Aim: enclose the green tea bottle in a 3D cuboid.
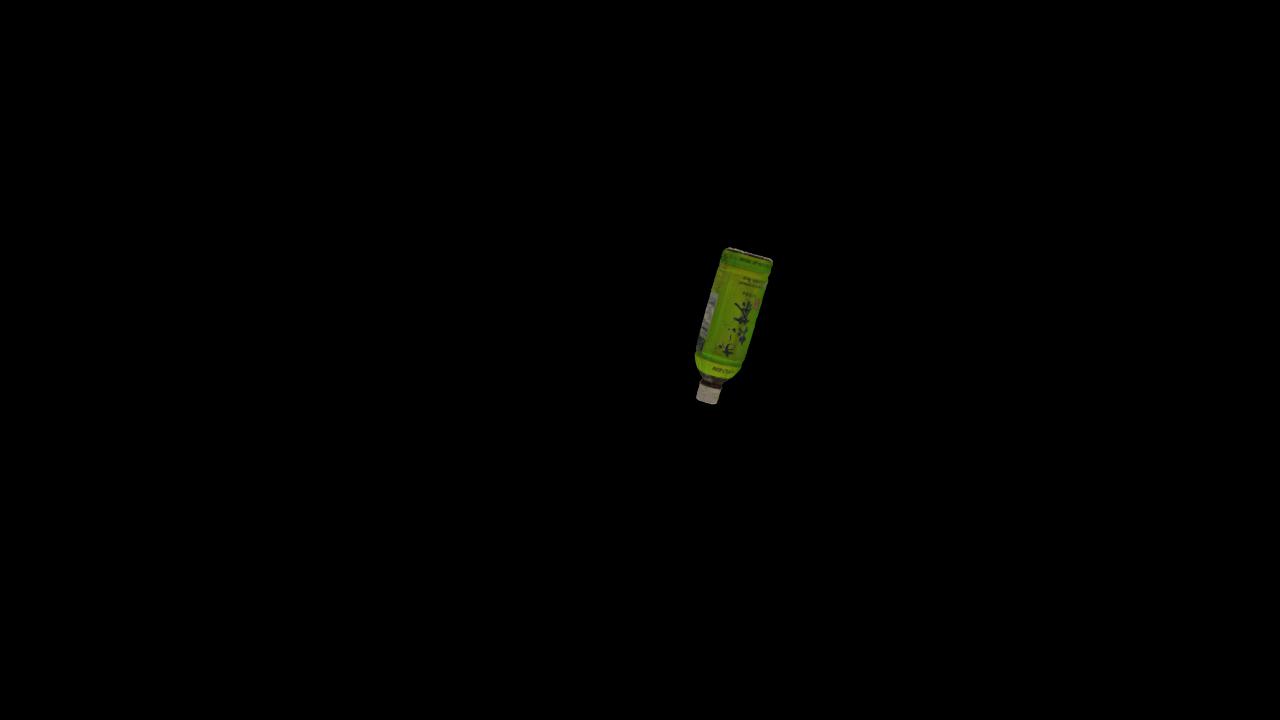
[{"bbox_3d":[0.118,-0.043,0.838,0.073,0.212,0.073,15,13,-4],"label":"green tea bottle"}]
